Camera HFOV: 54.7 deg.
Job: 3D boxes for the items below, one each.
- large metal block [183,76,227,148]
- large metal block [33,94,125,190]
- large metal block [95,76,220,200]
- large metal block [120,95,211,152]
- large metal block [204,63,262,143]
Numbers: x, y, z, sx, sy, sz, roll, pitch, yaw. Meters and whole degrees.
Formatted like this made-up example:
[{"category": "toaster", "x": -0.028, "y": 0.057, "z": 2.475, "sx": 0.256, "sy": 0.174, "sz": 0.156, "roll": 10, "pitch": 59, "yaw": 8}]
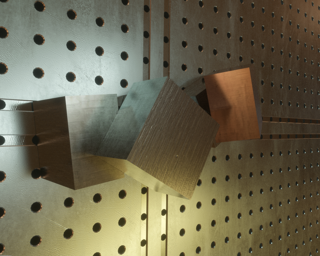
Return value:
[{"category": "large metal block", "x": 0.072, "y": -0.027, "z": 0.455, "sx": 0.080, "sy": 0.050, "sz": 0.080, "roll": -37, "pitch": 113, "yaw": -34}, {"category": "large metal block", "x": -0.082, "y": 0.010, "z": 0.305, "sx": 0.050, "sy": 0.080, "sz": 0.079, "roll": -8, "pitch": 96, "yaw": -40}, {"category": "large metal block", "x": 0.001, "y": 0.011, "z": 0.290, "sx": 0.080, "sy": 0.050, "sz": 0.080, "roll": 38, "pitch": 67, "yaw": -33}, {"category": "large metal block", "x": 0.004, "y": -0.005, "z": 0.378, "sx": 0.080, "sy": 0.080, "sz": 0.050, "roll": 24, "pitch": 75, "yaw": -38}, {"category": "large metal block", "x": 0.094, "y": -0.034, "z": 0.385, "sx": 0.080, "sy": 0.050, "sz": 0.079, "roll": -37, "pitch": 117, "yaw": -66}]
